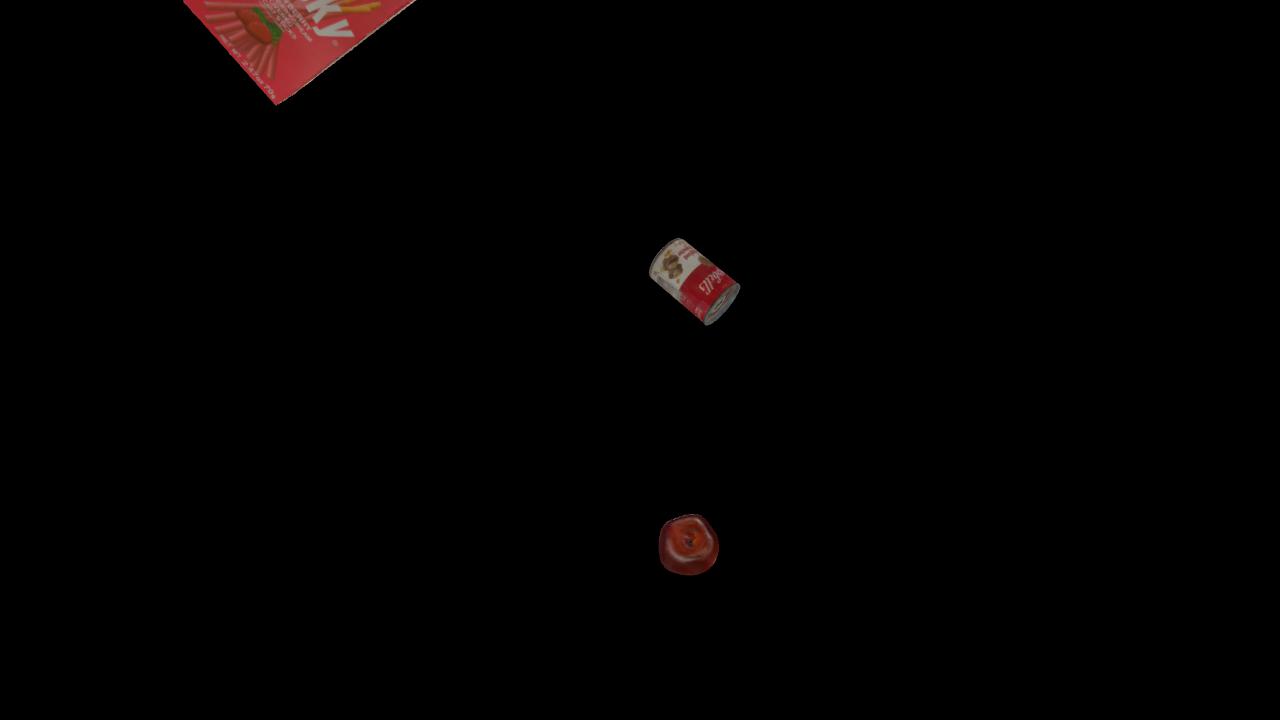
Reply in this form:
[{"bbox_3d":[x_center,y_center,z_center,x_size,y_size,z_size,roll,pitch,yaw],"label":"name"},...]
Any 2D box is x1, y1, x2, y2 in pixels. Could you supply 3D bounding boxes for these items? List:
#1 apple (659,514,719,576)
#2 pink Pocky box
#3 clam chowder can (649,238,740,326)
[{"bbox_3d":[0.061,0.238,0.787,0.079,0.079,0.093,0,-25,2],"label":"apple"},{"bbox_3d":[-0.232,-0.252,0.424,0.155,0.084,0.029,-19,36,25],"label":"pink Pocky box"},{"bbox_3d":[0.069,-0.102,0.795,0.102,0.068,0.068,42,14,16],"label":"clam chowder can"}]
